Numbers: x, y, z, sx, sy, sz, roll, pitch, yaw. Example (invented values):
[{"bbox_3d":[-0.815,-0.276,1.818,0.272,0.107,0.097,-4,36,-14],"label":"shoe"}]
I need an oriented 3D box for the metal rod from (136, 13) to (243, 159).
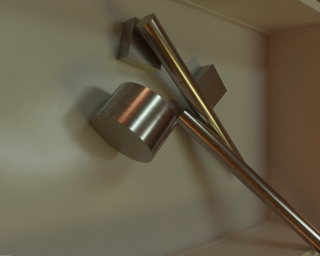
[{"bbox_3d":[0.060,-0.027,0.439,0.300,0.025,0.025,51,60,-35],"label":"metal rod"}]

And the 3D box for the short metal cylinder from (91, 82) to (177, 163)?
[{"bbox_3d":[-0.029,-0.005,0.348,0.080,0.080,0.050,50,60,-29],"label":"short metal cylinder"}]

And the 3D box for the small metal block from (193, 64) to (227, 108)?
[{"bbox_3d":[0.069,-0.060,0.467,0.050,0.025,0.050,-49,119,-29],"label":"small metal block"}]

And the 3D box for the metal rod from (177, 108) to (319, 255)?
[{"bbox_3d":[0.139,0.081,0.449,0.300,0.025,0.025,43,61,-5],"label":"metal rod"}]

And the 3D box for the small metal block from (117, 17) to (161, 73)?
[{"bbox_3d":[-0.022,-0.103,0.389,0.050,0.025,0.050,15,81,-39],"label":"small metal block"}]
